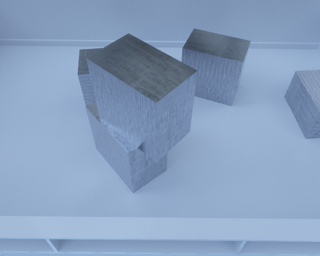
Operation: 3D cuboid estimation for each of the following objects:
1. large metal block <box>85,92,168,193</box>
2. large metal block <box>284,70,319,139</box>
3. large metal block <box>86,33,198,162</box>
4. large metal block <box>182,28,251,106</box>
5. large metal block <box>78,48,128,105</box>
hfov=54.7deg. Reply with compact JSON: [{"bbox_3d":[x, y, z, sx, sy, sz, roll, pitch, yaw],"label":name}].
[{"bbox_3d":[-0.036,0.014,0.357,0.050,0.080,0.080,-32,57,-24],"label":"large metal block"},{"bbox_3d":[0.230,-0.035,0.421,0.081,0.050,0.080,-4,50,-4],"label":"large metal block"},{"bbox_3d":[-0.016,-0.028,0.289,0.080,0.080,0.050,34,58,25],"label":"large metal block"},{"bbox_3d":[0.076,-0.086,0.443,0.080,0.080,0.050,17,52,13],"label":"large metal block"},{"bbox_3d":[-0.062,-0.061,0.420,0.081,0.080,0.050,-5,50,-5],"label":"large metal block"}]
